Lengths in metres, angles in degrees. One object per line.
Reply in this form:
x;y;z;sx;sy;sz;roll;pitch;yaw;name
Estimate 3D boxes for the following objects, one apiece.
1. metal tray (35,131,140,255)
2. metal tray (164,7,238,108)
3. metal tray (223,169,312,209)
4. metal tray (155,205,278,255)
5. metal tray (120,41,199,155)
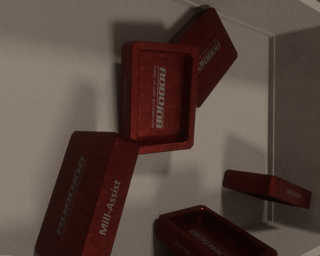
-0.073;0.069;0.304;0.030;0.090;0.130;24;75;-38;metal tray
0.056;-0.102;0.453;0.130;0.030;0.090;-51;120;-28;metal tray
0.181;0.103;0.519;0.131;0.090;0.030;23;75;-38;metal tray
0.068;0.148;0.396;0.091;0.130;0.030;-1;106;-40;metal tray
-0.001;-0.036;0.379;0.091;0.030;0.129;-4;102;-29;metal tray
